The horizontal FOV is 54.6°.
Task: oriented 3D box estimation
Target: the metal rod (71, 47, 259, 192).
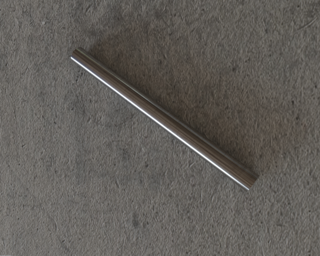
[{"bbox_3d":[-0.005,-0.020,0.410,0.300,0.025,0.025,37,102,16],"label":"metal rod"}]
